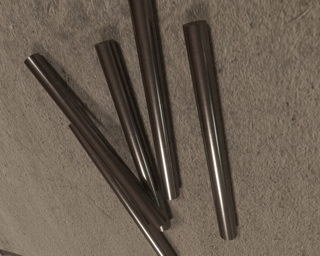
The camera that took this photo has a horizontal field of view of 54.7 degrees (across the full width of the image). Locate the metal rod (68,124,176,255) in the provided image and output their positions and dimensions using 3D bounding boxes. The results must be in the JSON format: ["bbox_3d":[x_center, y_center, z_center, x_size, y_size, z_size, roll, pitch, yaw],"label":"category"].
[{"bbox_3d":[-0.052,0.114,0.502,0.025,0.025,0.299,-21,108,35],"label":"metal rod"}]

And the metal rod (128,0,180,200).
[{"bbox_3d":[-0.004,-0.033,0.387,0.025,0.025,0.298,5,121,25],"label":"metal rod"}]

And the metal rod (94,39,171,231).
[{"bbox_3d":[-0.031,0.027,0.437,0.025,0.025,0.298,-2,118,28],"label":"metal rod"}]

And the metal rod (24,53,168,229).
[{"bbox_3d":[-0.090,0.020,0.444,0.025,0.025,0.300,-36,92,38],"label":"metal rod"}]

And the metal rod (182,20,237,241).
[{"bbox_3d":[0.067,0.022,0.384,0.025,0.025,0.298,1,119,27],"label":"metal rod"}]
